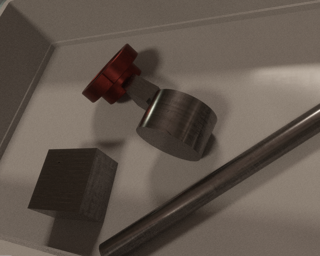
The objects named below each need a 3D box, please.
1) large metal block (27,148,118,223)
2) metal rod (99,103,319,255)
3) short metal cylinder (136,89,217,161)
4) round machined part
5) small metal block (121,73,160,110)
[{"bbox_3d":[-0.110,0.073,0.400,0.080,0.050,0.080,-3,60,26],"label":"large metal block"},{"bbox_3d":[0.063,0.059,0.335,0.300,0.025,0.025,-34,52,5],"label":"metal rod"},{"bbox_3d":[0.019,-0.002,0.360,0.080,0.080,0.050,15,69,33],"label":"short metal cylinder"},{"bbox_3d":[-0.065,-0.073,0.453,0.098,0.042,0.098,-42,18,18],"label":"round machined part"},{"bbox_3d":[-0.017,-0.042,0.422,0.050,0.050,0.025,33,80,35],"label":"small metal block"}]
